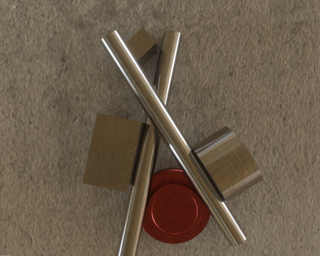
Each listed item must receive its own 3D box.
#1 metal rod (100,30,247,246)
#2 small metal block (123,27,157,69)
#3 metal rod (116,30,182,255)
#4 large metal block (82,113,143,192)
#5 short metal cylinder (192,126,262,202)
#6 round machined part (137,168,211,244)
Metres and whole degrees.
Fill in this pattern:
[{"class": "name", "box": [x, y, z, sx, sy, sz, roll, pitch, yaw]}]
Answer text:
[{"class": "metal rod", "box": [0.022, 0.020, 0.377, 0.025, 0.025, 0.299, -33, 99, 0]}, {"class": "small metal block", "box": [-0.030, -0.096, 0.398, 0.050, 0.050, 0.025, -45, 91, 0]}, {"class": "metal rod", "box": [-0.013, 0.020, 0.396, 0.025, 0.025, 0.298, 12, 84, -1]}, {"class": "large metal block", "box": [-0.053, 0.027, 0.383, 0.050, 0.080, 0.080, 12, 90, 0]}, {"class": "short metal cylinder", "box": [0.081, 0.045, 0.385, 0.050, 0.080, 0.080, -32, 90, 0]}, {"class": "round machined part", "box": [0.018, 0.103, 0.404, 0.099, 0.042, 0.097, 0, 90, -1]}]
